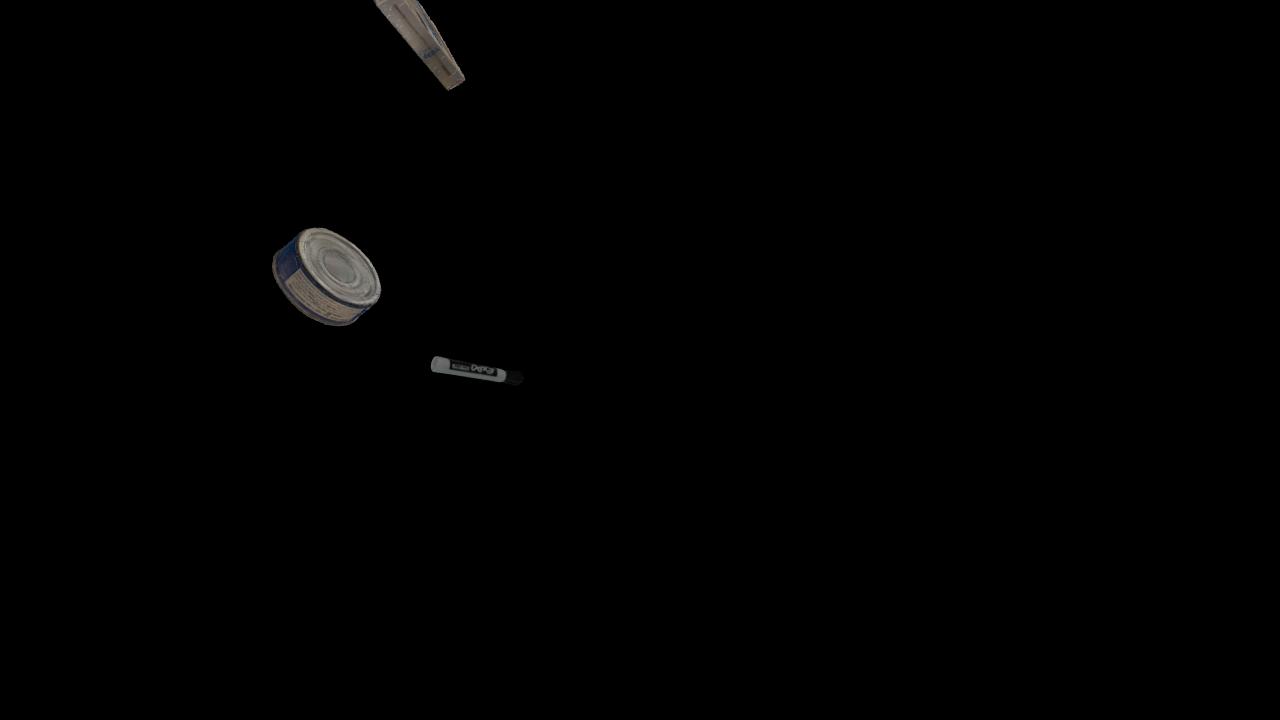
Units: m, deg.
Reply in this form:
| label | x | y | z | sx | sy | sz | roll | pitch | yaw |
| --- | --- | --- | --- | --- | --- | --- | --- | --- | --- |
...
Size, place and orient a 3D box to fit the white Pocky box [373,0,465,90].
| label | x | y | z | sx | sy | sz | roll | pitch | yaw |
| --- | --- | --- | --- | --- | --- | --- | --- | --- | --- |
| white Pocky box | -0.243 | -0.361 | 0.648 | 0.028 | 0.084 | 0.154 | -29 | -9 | 4 |

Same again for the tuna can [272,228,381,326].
| label | x | y | z | sx | sy | sz | roll | pitch | yaw |
| --- | --- | --- | --- | --- | --- | --- | --- | --- | --- |
| tuna can | -0.272 | -0.074 | 0.540 | 0.034 | 0.084 | 0.084 | -33 | -11 | 18 |

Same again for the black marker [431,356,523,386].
| label | x | y | z | sx | sy | sz | roll | pitch | yaw |
| --- | --- | --- | --- | --- | --- | --- | --- | --- | --- |
| black marker | -0.196 | 0.015 | 0.754 | 0.121 | 0.020 | 0.020 | 14 | -10 | -43 |
